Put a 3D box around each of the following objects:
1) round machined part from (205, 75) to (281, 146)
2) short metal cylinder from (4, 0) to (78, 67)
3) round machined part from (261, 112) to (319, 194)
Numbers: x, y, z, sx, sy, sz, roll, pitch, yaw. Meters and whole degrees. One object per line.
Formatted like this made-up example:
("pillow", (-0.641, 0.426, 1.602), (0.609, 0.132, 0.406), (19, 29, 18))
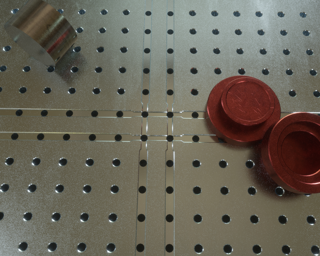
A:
("round machined part", (0.112, -0.028, 0.414), (0.099, 0.042, 0.098), (0, 70, 0))
("short metal cylinder", (-0.163, -0.130, 0.429), (0.080, 0.080, 0.050), (30, 73, 10))
("round machined part", (0.173, 0.033, 0.386), (0.099, 0.042, 0.098), (2, 76, -7))
